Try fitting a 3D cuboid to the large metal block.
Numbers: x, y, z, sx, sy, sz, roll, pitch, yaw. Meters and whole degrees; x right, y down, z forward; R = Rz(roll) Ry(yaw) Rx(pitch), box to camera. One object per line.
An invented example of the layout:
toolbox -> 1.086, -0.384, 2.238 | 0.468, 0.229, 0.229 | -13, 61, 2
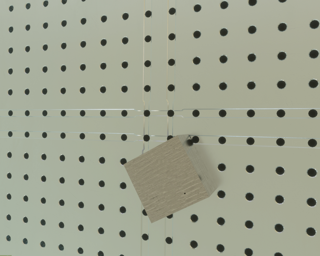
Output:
large metal block -> 0.014, 0.062, 0.395 | 0.080, 0.050, 0.080 | -30, 80, 17
